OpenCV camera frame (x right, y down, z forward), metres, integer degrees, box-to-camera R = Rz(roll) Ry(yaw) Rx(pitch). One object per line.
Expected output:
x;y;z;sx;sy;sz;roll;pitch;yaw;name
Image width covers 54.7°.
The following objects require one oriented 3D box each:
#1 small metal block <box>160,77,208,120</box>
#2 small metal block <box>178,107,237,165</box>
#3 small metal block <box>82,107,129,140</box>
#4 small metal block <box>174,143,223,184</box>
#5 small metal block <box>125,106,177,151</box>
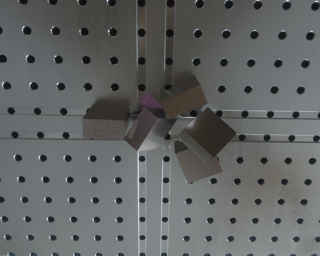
0.028;-0.039;0.386;0.050;0.050;0.025;-22;109;7;small metal block
0.060;0.010;0.395;0.050;0.025;0.050;44;62;9;small metal block
-0.068;-0.007;0.397;0.050;0.050;0.025;2;110;-1;small metal block
0.053;0.043;0.430;0.050;0.025;0.050;-21;109;7;small metal block
-0.011;0.001;0.398;0.025;0.050;0.050;40;109;23;small metal block
